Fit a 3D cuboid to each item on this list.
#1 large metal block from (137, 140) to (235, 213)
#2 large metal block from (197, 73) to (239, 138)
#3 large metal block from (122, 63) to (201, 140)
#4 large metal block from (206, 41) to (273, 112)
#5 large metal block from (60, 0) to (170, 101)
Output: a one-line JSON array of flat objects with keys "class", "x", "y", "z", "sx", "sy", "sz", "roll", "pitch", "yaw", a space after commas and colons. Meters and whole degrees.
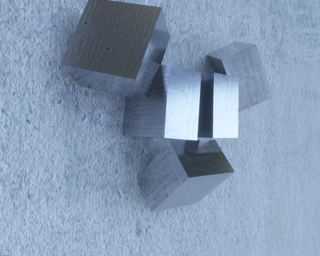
[{"class": "large metal block", "x": 0.031, "y": 0.059, "z": 0.391, "sx": 0.081, "sy": 0.080, "sz": 0.050, "roll": 1, "pitch": 50, "yaw": -40}, {"class": "large metal block", "x": 0.058, "y": -0.028, "z": 0.422, "sx": 0.050, "sy": 0.080, "sz": 0.079, "roll": 1, "pitch": 90, "yaw": -40}, {"class": "large metal block", "x": 0.000, "y": -0.028, "z": 0.373, "sx": 0.050, "sy": 0.080, "sz": 0.080, "roll": 6, "pitch": 86, "yaw": -40}, {"class": "large metal block", "x": 0.116, "y": -0.079, "z": 0.462, "sx": 0.050, "sy": 0.080, "sz": 0.080, "roll": -24, "pitch": 109, "yaw": 2}, {"class": "large metal block", "x": -0.043, "y": -0.082, "z": 0.324, "sx": 0.050, "sy": 0.080, "sz": 0.080, "roll": 59, "pitch": 47, "yaw": -69}]
